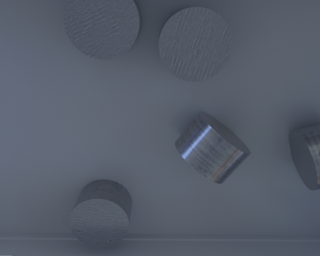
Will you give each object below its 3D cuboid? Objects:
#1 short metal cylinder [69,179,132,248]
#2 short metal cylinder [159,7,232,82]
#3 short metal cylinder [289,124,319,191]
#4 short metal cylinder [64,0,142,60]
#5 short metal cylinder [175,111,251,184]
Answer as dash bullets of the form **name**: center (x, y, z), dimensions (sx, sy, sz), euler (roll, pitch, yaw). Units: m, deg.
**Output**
- **short metal cylinder**: center (-0.082, 0.121, 0.442), dimensions (0.081, 0.050, 0.079), euler (0, 110, 0)
- **short metal cylinder**: center (0.039, -0.099, 0.362), dimensions (0.081, 0.050, 0.079), euler (0, 110, 0)
- **short metal cylinder**: center (0.207, 0.035, 0.396), dimensions (0.050, 0.080, 0.080), euler (-15, 110, 5)
- **short metal cylinder**: center (-0.062, -0.122, 0.352), dimensions (0.081, 0.050, 0.079), euler (0, 110, 0)
- **short metal cylinder**: center (0.066, 0.024, 0.391), dimensions (0.080, 0.080, 0.050), euler (35, 106, -12)
